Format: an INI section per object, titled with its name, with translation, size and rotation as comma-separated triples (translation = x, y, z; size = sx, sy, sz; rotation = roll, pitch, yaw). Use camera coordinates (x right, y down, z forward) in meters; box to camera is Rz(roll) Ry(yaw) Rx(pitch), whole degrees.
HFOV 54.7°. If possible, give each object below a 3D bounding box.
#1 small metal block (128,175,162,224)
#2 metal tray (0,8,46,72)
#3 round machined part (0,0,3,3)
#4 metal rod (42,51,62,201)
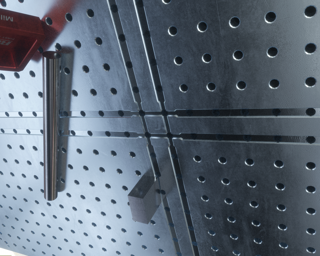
[small metal block]
translation = -0.022, 0.108, 0.472
size = 0.025, 0.050, 0.050
rotation = 6, 121, 25
[metal tray]
translation = -0.226, -0.113, 0.391
size = 0.090, 0.131, 0.030
rotation = -34, 70, 38
[round machined part]
translation = -0.225, -0.193, 0.373
size = 0.098, 0.098, 0.042
rotation = 54, 163, -10
[metal rod]
translation = -0.180, 0.016, 0.512
size = 0.025, 0.025, 0.298
rotation = 25, 127, 12
